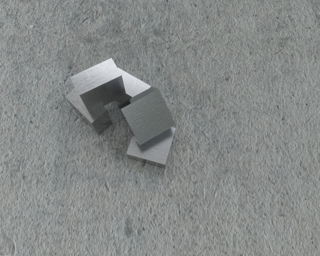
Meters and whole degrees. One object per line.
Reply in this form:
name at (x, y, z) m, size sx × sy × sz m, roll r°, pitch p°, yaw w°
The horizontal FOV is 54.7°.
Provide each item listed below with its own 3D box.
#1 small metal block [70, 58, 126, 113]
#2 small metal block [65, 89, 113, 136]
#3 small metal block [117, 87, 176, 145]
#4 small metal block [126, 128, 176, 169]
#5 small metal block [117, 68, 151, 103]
small metal block at (-0.070, -0.048, 0.360) m, size 0.050 × 0.050 × 0.025 m, roll -28°, pitch 73°, yaw -10°
small metal block at (-0.091, -0.022, 0.403) m, size 0.025 × 0.050 × 0.050 m, roll -43°, pitch 76°, yaw -14°
small metal block at (-0.017, -0.015, 0.375) m, size 0.050 × 0.025 × 0.050 m, roll -30°, pitch 110°, yaw -11°
small metal block at (-0.011, 0.020, 0.402) m, size 0.050 × 0.025 × 0.050 m, roll 15°, pitch 71°, yaw 5°
small metal block at (-0.039, -0.047, 0.413) m, size 0.050 × 0.050 × 0.025 m, roll 31°, pitch 73°, yaw 10°
